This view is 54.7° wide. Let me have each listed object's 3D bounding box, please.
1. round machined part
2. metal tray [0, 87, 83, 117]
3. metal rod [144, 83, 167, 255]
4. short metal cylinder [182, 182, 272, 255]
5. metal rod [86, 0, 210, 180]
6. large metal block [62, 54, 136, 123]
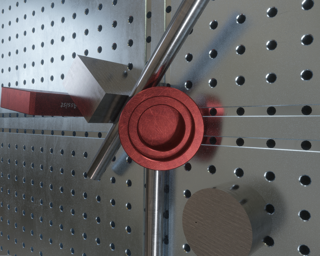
[{"bbox_3d":[0.001,-0.001,0.374,0.099,0.042,0.097,0,96,-2],"label":"round machined part"},{"bbox_3d":[-0.153,-0.038,0.464,0.090,0.131,0.030,12,98,39],"label":"metal tray"},{"bbox_3d":[-0.007,0.090,0.412,0.025,0.025,0.298,2,91,39],"label":"metal rod"},{"bbox_3d":[0.071,0.101,0.333,0.080,0.050,0.079,0,90,39],"label":"short metal cylinder"},{"bbox_3d":[-0.028,-0.037,0.398,0.025,0.025,0.298,51,124,27],"label":"metal rod"},{"bbox_3d":[-0.075,-0.052,0.433,0.080,0.081,0.050,51,120,27],"label":"large metal block"}]
